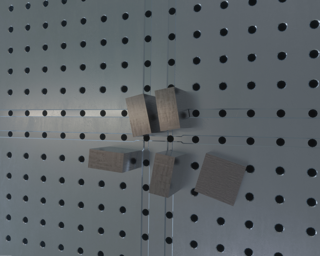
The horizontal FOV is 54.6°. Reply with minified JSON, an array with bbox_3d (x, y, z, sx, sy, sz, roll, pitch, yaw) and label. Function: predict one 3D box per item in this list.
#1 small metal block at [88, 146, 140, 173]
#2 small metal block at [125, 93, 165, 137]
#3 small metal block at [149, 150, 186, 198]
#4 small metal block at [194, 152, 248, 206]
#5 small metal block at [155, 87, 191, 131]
[{"bbox_3d":[-0.061,0.042,0.422,0.050,0.050,0.025,6,92,20],"label":"small metal block"},{"bbox_3d":[-0.018,-0.016,0.406,0.025,0.050,0.050,-13,86,20],"label":"small metal block"},{"bbox_3d":[0.011,0.057,0.396,0.025,0.050,0.050,11,94,20],"label":"small metal block"},{"bbox_3d":[0.076,0.062,0.386,0.050,0.025,0.050,19,96,19],"label":"small metal block"},{"bbox_3d":[0.017,-0.023,0.394,0.025,0.050,0.050,-9,87,20],"label":"small metal block"}]
